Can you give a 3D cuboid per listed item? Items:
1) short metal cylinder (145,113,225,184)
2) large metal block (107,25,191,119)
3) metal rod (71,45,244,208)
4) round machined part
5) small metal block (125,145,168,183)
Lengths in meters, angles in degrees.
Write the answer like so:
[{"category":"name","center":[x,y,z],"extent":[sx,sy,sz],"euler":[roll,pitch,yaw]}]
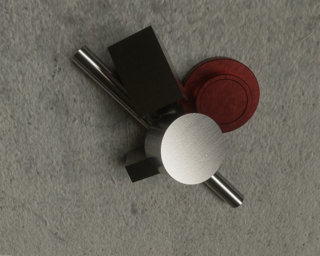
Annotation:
[{"category":"short metal cylinder","center":[0.028,0.022,0.366],"extent":[0.081,0.050,0.079],"euler":[-1,93,-23]},{"category":"large metal block","center":[-0.008,-0.057,0.349],"extent":[0.050,0.080,0.080],"euler":[-25,86,10]},{"category":"metal rod","center":[0.007,0.007,0.414],"extent":[0.025,0.025,0.300],"euler":[-43,105,14]},{"category":"round machined part","center":[0.076,-0.038,0.388],"extent":[0.099,0.042,0.097],"euler":[0,110,-1]},{"category":"small metal block","center":[-0.017,0.043,0.414],"extent":[0.050,0.050,0.025],"euler":[-20,108,6]}]
